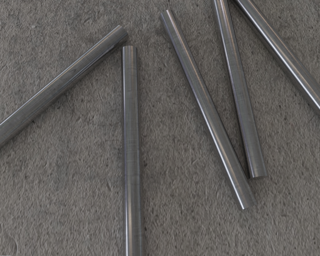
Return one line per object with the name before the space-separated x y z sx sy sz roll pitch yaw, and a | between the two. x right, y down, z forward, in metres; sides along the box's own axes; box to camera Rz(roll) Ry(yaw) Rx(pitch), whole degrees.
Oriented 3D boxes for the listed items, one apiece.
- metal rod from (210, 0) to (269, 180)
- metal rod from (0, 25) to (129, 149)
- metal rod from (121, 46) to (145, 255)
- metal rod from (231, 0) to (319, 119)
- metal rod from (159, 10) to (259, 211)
metal rod | 0.106 -0.077 0.436 0.025 0.025 0.299 -6 70 -2
metal rod | -0.158 -0.040 0.421 0.025 0.025 0.301 41 75 13
metal rod | -0.036 0.028 0.397 0.025 0.025 0.299 -3 70 -1
metal rod | 0.170 -0.121 0.453 0.025 0.025 0.299 -26 72 -9
metal rod | 0.059 -0.037 0.421 0.025 0.025 0.299 -18 71 -6
